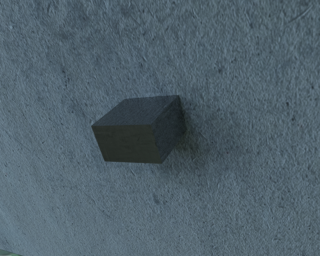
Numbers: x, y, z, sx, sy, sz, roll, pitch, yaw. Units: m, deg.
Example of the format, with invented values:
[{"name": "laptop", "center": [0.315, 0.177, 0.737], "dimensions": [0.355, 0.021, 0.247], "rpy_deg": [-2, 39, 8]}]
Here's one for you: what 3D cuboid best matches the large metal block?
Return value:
[{"name": "large metal block", "center": [-0.022, 0.000, 0.383], "dimensions": [0.080, 0.080, 0.050], "rpy_deg": [-1, 118, 28]}]
